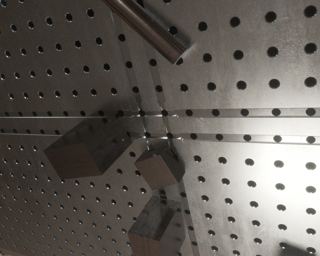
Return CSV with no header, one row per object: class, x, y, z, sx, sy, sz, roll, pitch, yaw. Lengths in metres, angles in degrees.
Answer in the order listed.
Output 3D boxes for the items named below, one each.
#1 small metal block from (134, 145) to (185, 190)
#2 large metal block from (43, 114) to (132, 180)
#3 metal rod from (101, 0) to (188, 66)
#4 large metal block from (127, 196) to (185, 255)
small metal block,-0.001,0.058,0.446,0.050,0.025,0.050,-23,107,36
large metal block,-0.101,0.027,0.444,0.080,0.080,0.050,-11,113,32
metal rod,-0.088,-0.180,0.344,0.300,0.025,0.025,42,129,-1
large metal block,-0.002,0.166,0.478,0.050,0.080,0.079,6,121,25
